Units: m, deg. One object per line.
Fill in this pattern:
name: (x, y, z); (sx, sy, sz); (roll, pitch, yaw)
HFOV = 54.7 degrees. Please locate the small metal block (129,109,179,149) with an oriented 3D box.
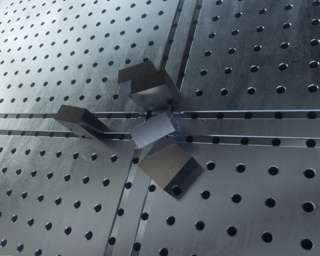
small metal block: (-0.006, 0.000, 0.392); (0.050, 0.050, 0.025); (-27, 93, 10)

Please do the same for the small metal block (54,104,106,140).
small metal block: (-0.117, -0.008, 0.457); (0.050, 0.050, 0.025); (10, 67, 32)

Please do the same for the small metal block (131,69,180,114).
small metal block: (-0.006, -0.049, 0.424); (0.050, 0.050, 0.025); (-15, 56, 20)

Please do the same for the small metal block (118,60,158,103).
small metal block: (-0.025, -0.065, 0.444); (0.050, 0.050, 0.025); (-14, 56, 20)

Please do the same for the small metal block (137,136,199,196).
small metal block: (0.009, 0.045, 0.375); (0.050, 0.025, 0.050); (-48, 52, -6)
